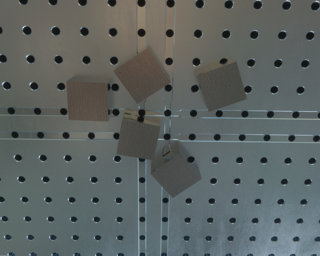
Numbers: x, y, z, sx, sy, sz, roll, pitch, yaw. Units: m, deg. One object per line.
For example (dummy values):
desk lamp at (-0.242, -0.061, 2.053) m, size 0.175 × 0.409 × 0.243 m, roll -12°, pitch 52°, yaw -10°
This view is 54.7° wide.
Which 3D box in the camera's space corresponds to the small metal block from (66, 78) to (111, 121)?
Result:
small metal block at (-0.090, -0.037, 0.399) m, size 0.050 × 0.025 × 0.050 m, roll 2°, pitch 110°, yaw -2°

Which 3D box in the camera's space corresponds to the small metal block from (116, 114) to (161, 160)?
small metal block at (-0.029, 0.012, 0.418) m, size 0.050 × 0.025 × 0.050 m, roll 10°, pitch 110°, yaw -4°

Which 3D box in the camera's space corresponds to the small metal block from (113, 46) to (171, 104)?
small metal block at (-0.022, -0.067, 0.389) m, size 0.050 × 0.025 × 0.050 m, roll -32°, pitch 107°, yaw 11°

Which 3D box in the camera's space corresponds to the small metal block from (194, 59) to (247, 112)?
small metal block at (0.077, -0.054, 0.395) m, size 0.050 × 0.025 × 0.050 m, roll -19°, pitch 109°, yaw 6°

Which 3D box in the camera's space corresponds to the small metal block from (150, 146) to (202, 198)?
small metal block at (0.022, 0.062, 0.437) m, size 0.050 × 0.025 × 0.050 m, roll -36°, pitch 107°, yaw 12°
